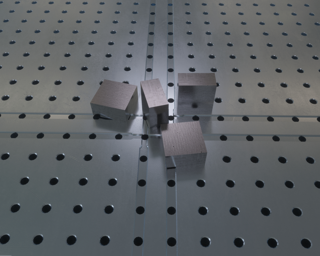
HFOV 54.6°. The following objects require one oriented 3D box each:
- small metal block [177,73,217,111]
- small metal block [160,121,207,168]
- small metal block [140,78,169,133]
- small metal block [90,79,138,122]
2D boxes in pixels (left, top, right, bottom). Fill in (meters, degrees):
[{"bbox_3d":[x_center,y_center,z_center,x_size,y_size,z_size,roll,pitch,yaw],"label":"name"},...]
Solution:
[{"bbox_3d":[0.050,-0.049,0.433,0.050,0.050,0.025,0,50,0],"label":"small metal block"},{"bbox_3d":[0.028,0.020,0.391,0.050,0.025,0.050,-5,50,-4],"label":"small metal block"},{"bbox_3d":[-0.008,-0.030,0.417,0.025,0.050,0.050,-12,51,-9],"label":"small metal block"},{"bbox_3d":[-0.064,-0.039,0.441,0.050,0.025,0.050,12,51,10],"label":"small metal block"}]
